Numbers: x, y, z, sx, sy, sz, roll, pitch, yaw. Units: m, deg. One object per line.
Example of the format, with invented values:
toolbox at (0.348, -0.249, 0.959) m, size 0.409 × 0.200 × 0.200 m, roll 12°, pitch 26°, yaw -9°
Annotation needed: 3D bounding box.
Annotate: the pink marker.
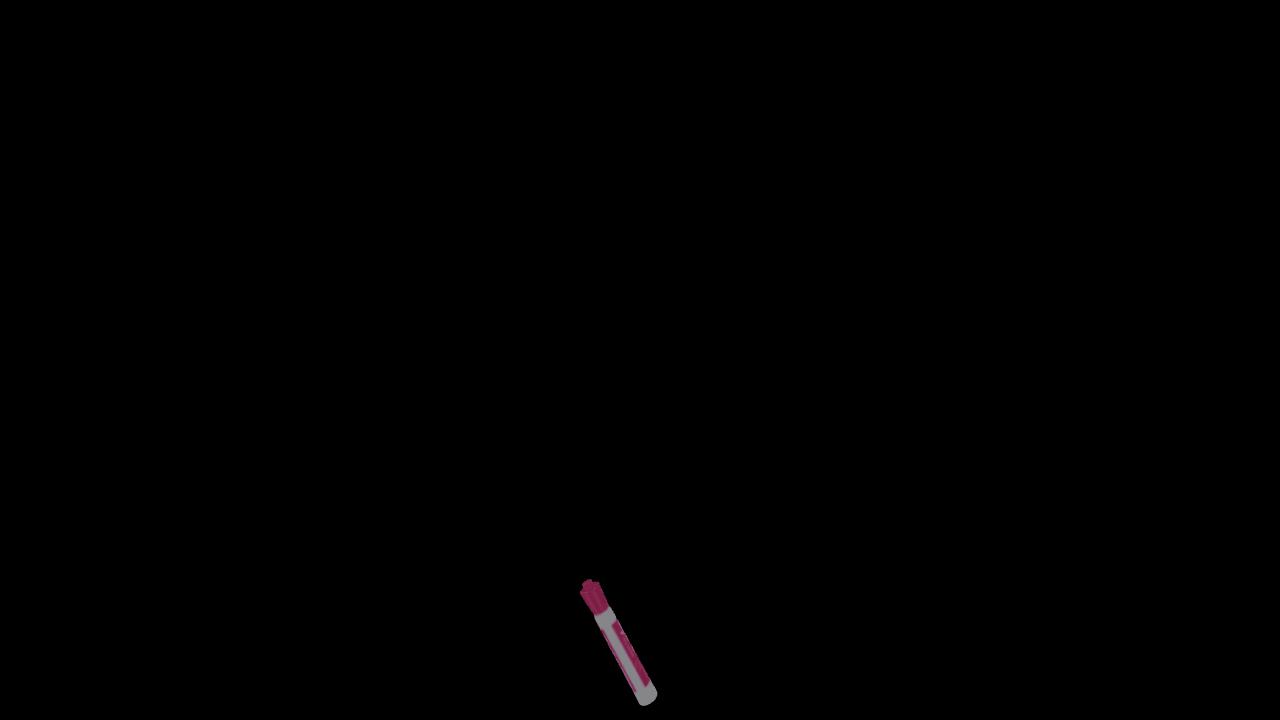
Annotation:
pink marker at (-0.020, 0.248, 0.544) m, size 0.020 × 0.121 × 0.020 m, roll -27°, pitch 4°, yaw 2°
